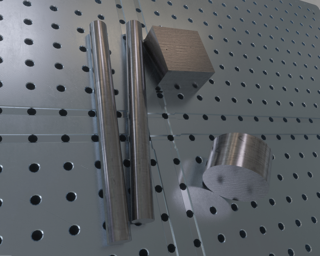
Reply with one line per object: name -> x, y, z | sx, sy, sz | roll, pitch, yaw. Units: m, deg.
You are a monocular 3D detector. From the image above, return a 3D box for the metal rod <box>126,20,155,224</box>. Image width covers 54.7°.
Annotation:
metal rod -> -0.030, -0.029, 0.409 | 0.025, 0.025, 0.299 | 9, 58, -24

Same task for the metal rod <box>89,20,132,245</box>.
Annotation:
metal rod -> -0.066, -0.015, 0.382 | 0.025, 0.025, 0.299 | 4, 60, -26

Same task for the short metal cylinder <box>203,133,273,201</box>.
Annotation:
short metal cylinder -> 0.100, 0.051, 0.396 | 0.080, 0.080, 0.050 | 30, 52, -10

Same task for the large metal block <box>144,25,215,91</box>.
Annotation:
large metal block -> 0.025, -0.103, 0.468 | 0.081, 0.050, 0.080 | -4, 64, -30
